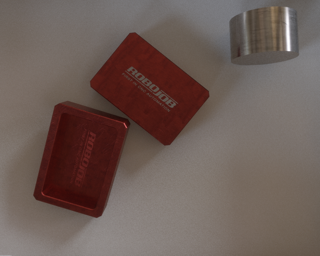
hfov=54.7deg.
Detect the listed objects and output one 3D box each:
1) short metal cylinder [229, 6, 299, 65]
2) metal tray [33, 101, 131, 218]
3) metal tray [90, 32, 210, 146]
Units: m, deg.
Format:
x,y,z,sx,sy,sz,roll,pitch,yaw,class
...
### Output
x,y,z,sx,sy,sz,roll,pitch,yaw,class
0.128,-0.111,0.386,0.081,0.080,0.050,-3,90,-1,short metal cylinder
-0.099,0.040,0.395,0.090,0.030,0.129,17,101,-1,metal tray
-0.013,-0.050,0.409,0.130,0.030,0.090,39,90,-1,metal tray
